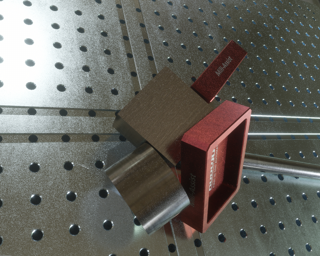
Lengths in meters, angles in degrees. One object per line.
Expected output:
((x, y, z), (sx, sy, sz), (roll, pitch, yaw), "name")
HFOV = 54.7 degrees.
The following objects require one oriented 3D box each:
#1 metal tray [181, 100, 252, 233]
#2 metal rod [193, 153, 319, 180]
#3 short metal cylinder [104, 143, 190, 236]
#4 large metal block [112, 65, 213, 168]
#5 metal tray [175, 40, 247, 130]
((0.062, 0.045, 0.351), (0.030, 0.129, 0.091), (24, 43, 32), "metal tray")
((0.155, 0.054, 0.458), (0.302, 0.025, 0.025), (10, 58, -23), "metal rod")
((-0.014, 0.062, 0.319), (0.050, 0.080, 0.080), (-34, 80, -13), "short metal cylinder")
((0.005, -0.009, 0.355), (0.080, 0.050, 0.080), (42, 69, -1), "large metal block")
((0.065, -0.060, 0.437), (0.030, 0.090, 0.131), (41, 51, 0), "metal tray")
